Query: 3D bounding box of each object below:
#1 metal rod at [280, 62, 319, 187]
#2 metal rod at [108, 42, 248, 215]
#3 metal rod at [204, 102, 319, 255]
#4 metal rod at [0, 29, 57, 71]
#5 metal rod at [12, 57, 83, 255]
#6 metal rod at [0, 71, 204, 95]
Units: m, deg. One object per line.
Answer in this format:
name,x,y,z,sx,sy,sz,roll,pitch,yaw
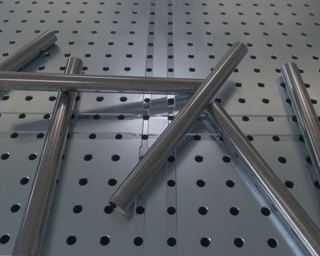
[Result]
metal rod,0.198,0.022,0.390,0.025,0.025,0.300,1,50,1
metal rod,0.038,-0.017,0.404,0.025,0.025,0.301,28,61,21
metal rod,0.133,0.078,0.343,0.025,0.025,0.300,-19,53,-15
metal rod,-0.264,-0.061,0.457,0.025,0.025,0.301,24,54,19
metal rod,-0.133,0.012,0.397,0.025,0.025,0.300,-1,50,0
metal rod,-0.079,-0.062,0.434,0.302,0.025,0.025,1,50,-10
